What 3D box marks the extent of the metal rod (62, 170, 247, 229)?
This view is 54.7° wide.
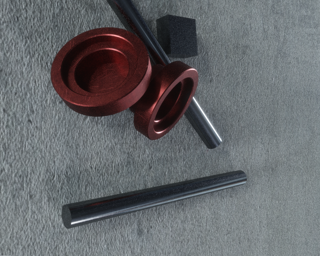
[{"bbox_3d":[0.018,0.088,0.419,0.302,0.025,0.025,-2,92,-40],"label":"metal rod"}]

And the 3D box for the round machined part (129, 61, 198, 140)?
[{"bbox_3d":[0.000,-0.037,0.373,0.098,0.042,0.098,-46,159,-24],"label":"round machined part"}]

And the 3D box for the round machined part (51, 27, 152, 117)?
[{"bbox_3d":[-0.057,-0.054,0.322,0.098,0.098,0.042,-62,162,-22],"label":"round machined part"}]

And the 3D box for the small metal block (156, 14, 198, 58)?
[{"bbox_3d":[0.024,-0.124,0.424,0.050,0.025,0.050,-8,95,-40],"label":"small metal block"}]

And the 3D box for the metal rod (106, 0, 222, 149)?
[{"bbox_3d":[0.002,-0.084,0.405,0.025,0.025,0.300,-52,120,-27],"label":"metal rod"}]
